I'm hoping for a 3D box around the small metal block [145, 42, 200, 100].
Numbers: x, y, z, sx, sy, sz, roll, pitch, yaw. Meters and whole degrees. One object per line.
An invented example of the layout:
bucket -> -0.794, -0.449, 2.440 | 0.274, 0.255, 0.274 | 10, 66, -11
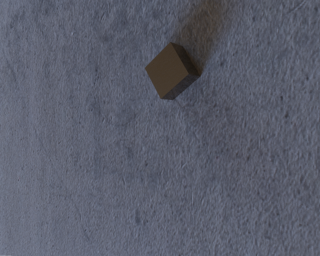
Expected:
small metal block -> 0.015, -0.071, 0.391 | 0.050, 0.025, 0.050 | -40, 66, 32
